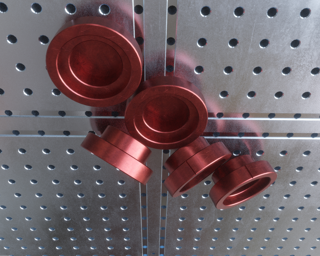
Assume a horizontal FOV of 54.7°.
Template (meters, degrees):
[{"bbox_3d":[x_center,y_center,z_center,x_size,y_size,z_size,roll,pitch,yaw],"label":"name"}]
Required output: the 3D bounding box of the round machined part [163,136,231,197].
[{"bbox_3d":[0.045,0.048,0.421,0.098,0.042,0.098,-32,161,-12],"label":"round machined part"}]

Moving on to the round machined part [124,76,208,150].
[{"bbox_3d":[0.007,-0.022,0.382,0.099,0.042,0.097,0,130,0],"label":"round machined part"}]

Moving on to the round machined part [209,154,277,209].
[{"bbox_3d":[0.115,0.075,0.450,0.099,0.042,0.098,-19,148,-13],"label":"round machined part"}]

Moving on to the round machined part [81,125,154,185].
[{"bbox_3d":[-0.050,0.031,0.404,0.098,0.098,0.042,37,78,-28],"label":"round machined part"}]

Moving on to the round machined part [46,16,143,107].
[{"bbox_3d":[-0.068,-0.074,0.337,0.099,0.042,0.097,-1,130,0],"label":"round machined part"}]
